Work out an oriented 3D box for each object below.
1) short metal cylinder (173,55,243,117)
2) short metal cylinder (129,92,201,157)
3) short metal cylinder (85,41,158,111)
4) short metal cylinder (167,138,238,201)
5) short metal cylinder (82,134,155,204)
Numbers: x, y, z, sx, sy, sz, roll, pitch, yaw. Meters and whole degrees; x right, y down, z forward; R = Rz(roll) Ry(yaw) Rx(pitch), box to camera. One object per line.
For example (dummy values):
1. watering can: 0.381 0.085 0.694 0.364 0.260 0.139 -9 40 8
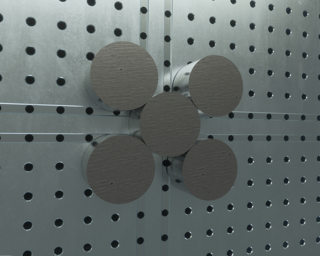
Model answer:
1. short metal cylinder: 0.065 -0.054 0.422 0.081 0.050 0.079 0 90 -21
2. short metal cylinder: 0.005 -0.005 0.402 0.081 0.050 0.079 0 90 -21
3. short metal cylinder: -0.048 -0.061 0.381 0.081 0.050 0.079 0 90 -21
4. short metal cylinder: 0.057 0.053 0.421 0.081 0.050 0.079 0 90 -21
5. short metal cylinder: -0.052 0.048 0.380 0.081 0.050 0.079 0 90 -21
